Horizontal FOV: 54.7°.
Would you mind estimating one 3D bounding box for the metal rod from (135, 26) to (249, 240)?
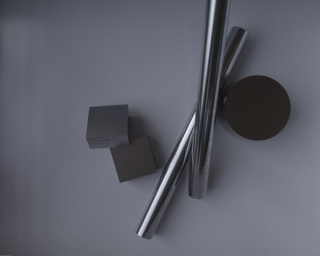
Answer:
[{"bbox_3d":[0.042,0.006,0.411,0.025,0.025,0.299,25,90,-1],"label":"metal rod"}]

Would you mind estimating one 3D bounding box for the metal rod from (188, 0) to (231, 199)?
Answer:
[{"bbox_3d":[0.056,-0.048,0.353,0.025,0.025,0.298,2,114,-1],"label":"metal rod"}]

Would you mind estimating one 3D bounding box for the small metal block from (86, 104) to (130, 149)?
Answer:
[{"bbox_3d":[-0.065,-0.002,0.398,0.050,0.025,0.050,-4,52,-1],"label":"small metal block"}]

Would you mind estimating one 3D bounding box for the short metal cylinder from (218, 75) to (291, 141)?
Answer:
[{"bbox_3d":[0.119,-0.025,0.401,0.081,0.050,0.079,0,90,-1],"label":"short metal cylinder"}]

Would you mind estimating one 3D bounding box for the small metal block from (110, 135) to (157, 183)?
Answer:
[{"bbox_3d":[-0.034,0.040,0.411,0.050,0.025,0.050,-16,90,-1],"label":"small metal block"}]
